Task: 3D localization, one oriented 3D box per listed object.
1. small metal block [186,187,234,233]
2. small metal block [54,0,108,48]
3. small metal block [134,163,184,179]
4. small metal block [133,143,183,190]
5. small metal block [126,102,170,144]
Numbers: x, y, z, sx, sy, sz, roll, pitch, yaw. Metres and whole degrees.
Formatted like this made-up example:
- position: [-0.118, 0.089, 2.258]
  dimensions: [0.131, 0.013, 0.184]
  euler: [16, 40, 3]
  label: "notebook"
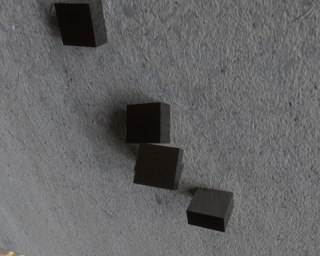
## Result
- position: [0.069, 0.109, 0.422]
  dimensions: [0.050, 0.050, 0.025]
  euler: [5, 121, 25]
  label: "small metal block"
- position: [-0.096, -0.128, 0.378]
  dimensions: [0.050, 0.025, 0.050]
  euler: [10, 123, 23]
  label: "small metal block"
- position: [0.000, 0.054, 0.421]
  dimensions: [0.050, 0.050, 0.025]
  euler: [14, 85, 20]
  label: "small metal block"
- position: [-0.001, 0.047, 0.382]
  dimensions: [0.050, 0.025, 0.050]
  euler: [7, 82, 16]
  label: "small metal block"
- position: [-0.015, -0.005, 0.397]
  dimensions: [0.050, 0.025, 0.050]
  euler: [-2, 84, 29]
  label: "small metal block"
